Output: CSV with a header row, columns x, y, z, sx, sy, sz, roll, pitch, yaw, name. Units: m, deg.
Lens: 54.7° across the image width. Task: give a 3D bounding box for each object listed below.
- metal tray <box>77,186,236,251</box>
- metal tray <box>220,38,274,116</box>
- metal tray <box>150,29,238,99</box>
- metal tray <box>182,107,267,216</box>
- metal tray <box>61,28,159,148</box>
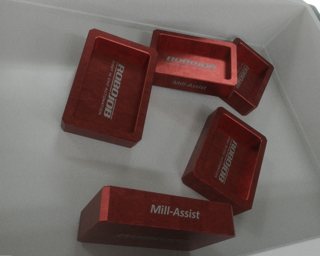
x,y,z,sx,sy,sz,roll,pitch,yaw,name
-0.005,0.094,0.304,0.131,0.090,0.030,14,56,-21,metal tray
0.140,-0.092,0.536,0.090,0.030,0.130,38,51,-3,metal tray
0.047,-0.097,0.464,0.131,0.030,0.090,10,56,-2,metal tray
0.094,0.042,0.429,0.090,0.030,0.130,34,51,-6,metal tray
-0.058,-0.049,0.380,0.091,0.030,0.130,16,67,-15,metal tray
